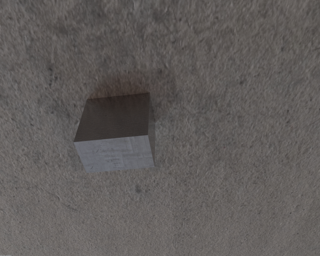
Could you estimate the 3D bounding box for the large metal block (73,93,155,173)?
[{"bbox_3d":[-0.049,0.004,0.374,0.080,0.080,0.050,-6,130,4],"label":"large metal block"}]
